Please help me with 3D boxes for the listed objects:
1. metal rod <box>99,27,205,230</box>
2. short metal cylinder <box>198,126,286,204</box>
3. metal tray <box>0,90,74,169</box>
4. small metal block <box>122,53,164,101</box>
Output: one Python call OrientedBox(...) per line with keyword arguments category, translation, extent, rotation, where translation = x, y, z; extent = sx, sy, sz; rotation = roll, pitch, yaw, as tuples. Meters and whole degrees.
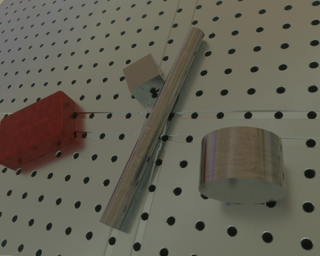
OrientedBox(category="metal rod", translation=(-0.003, -0.013, 0.416), extent=(0.025, 0.025, 0.300), rotation=(11, 67, 32))
OrientedBox(category="short metal cylinder", translation=(0.080, 0.039, 0.306), extent=(0.080, 0.080, 0.050), rotation=(-6, 59, 24))
OrientedBox(category="metal tray", translation=(-0.204, 0.003, 0.508), extent=(0.130, 0.030, 0.090), rotation=(-23, 53, 14))
OrientedBox(category="small metal block", translation=(-0.024, -0.077, 0.467), extent=(0.050, 0.025, 0.050), rotation=(-28, 52, 10))
